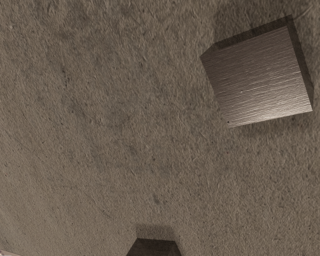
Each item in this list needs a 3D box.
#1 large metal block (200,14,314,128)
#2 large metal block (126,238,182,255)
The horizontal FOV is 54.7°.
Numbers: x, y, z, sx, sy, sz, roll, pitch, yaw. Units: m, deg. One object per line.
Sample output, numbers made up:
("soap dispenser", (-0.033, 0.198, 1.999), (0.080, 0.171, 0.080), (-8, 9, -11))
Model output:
("large metal block", (0.098, -0.054, 0.306), (0.080, 0.050, 0.080), (-14, 112, 33))
("large metal block", (-0.005, 0.244, 0.542), (0.080, 0.050, 0.080), (-8, 114, 31))
